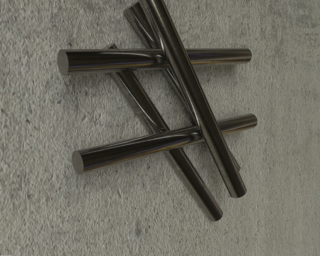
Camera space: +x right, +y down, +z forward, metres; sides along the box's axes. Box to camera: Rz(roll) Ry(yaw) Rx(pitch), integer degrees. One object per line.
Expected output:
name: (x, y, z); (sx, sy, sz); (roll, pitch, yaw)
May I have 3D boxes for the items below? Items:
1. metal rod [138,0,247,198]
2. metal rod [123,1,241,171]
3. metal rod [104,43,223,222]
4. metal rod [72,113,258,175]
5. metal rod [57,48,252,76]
metal rod: (0.046, -0.032, 0.382); (0.025, 0.025, 0.299); (-42, 116, -32)
metal rod: (0.043, -0.040, 0.444); (0.025, 0.025, 0.299); (-51, 120, -28)
metal rod: (0.012, 0.022, 0.418); (0.025, 0.025, 0.299); (-49, 119, -29)
metal rod: (0.032, 0.012, 0.403); (0.302, 0.025, 0.025); (-11, 98, -40)
metal rod: (0.020, -0.088, 0.393); (0.302, 0.025, 0.025); (-13, 98, -40)
